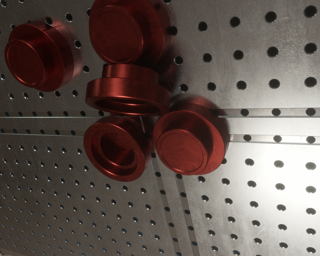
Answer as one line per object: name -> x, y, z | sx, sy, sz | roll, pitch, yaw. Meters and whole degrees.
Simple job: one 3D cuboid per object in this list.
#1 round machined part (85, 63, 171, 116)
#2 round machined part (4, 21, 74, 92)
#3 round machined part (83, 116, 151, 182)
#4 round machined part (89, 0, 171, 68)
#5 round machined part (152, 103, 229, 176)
round machined part -> -0.036, -0.045, 0.367 | 0.098, 0.098, 0.042 | 0, 80, 28
round machined part -> -0.174, -0.095, 0.431 | 0.098, 0.042, 0.097 | 13, 124, 20
round machined part -> -0.057, 0.026, 0.444 | 0.098, 0.042, 0.097 | 13, 124, 20
round machined part -> -0.041, -0.108, 0.353 | 0.098, 0.042, 0.097 | 13, 124, 20
round machined part -> 0.034, 0.021, 0.394 | 0.098, 0.042, 0.097 | 13, 124, 20
